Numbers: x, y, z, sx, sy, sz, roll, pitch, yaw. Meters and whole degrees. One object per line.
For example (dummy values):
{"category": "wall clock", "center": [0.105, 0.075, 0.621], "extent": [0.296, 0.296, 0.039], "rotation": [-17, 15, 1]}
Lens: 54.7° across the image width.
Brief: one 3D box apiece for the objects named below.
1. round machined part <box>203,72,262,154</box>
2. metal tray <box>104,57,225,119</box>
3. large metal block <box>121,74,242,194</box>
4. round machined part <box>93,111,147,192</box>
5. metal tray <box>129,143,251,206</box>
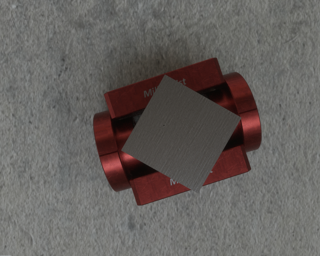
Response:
{"category": "round machined part", "center": [0.082, -0.015, 0.375], "extent": [0.042, 0.098, 0.097], "rotation": [-16, 90, 0]}
{"category": "metal tray", "center": [0.005, -0.044, 0.380], "extent": [0.131, 0.090, 0.030], "rotation": [-18, 90, -1]}
{"category": "large metal block", "center": [0.019, 0.005, 0.306], "extent": [0.080, 0.050, 0.080], "rotation": [30, 90, -1]}
{"category": "round machined part", "center": [-0.044, 0.024, 0.374], "extent": [0.042, 0.098, 0.097], "rotation": [-16, 90, 0]}
{"category": "metal tray", "center": [0.033, 0.051, 0.378], "extent": [0.131, 0.090, 0.030], "rotation": [-17, 90, -1]}
